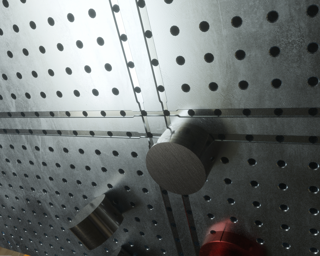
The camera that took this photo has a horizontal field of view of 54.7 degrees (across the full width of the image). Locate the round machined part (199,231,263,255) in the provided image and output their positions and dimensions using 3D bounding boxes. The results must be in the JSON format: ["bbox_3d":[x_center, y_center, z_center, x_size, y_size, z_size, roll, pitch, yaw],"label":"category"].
[{"bbox_3d":[0.106,0.210,0.474,0.098,0.042,0.097,13,124,21],"label":"round machined part"}]

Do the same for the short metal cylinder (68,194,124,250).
[{"bbox_3d":[-0.110,0.160,0.533,0.080,0.080,0.050,-32,100,38],"label":"short metal cylinder"}]

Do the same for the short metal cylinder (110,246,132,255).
[{"bbox_3d":[-0.081,0.275,0.589,0.050,0.080,0.080,41,129,0],"label":"short metal cylinder"}]

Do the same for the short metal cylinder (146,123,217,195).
[{"bbox_3d":[0.029,0.040,0.405,0.080,0.050,0.079,13,124,21],"label":"short metal cylinder"}]
